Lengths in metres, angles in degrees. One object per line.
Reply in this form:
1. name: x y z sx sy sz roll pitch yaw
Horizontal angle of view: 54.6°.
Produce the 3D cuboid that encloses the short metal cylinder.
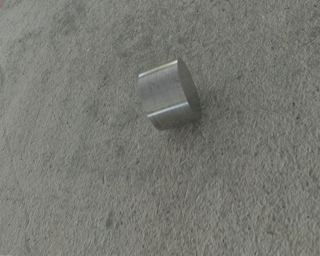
1. short metal cylinder: 0.014 -0.041 0.387 0.050 0.080 0.080 -18 55 18
